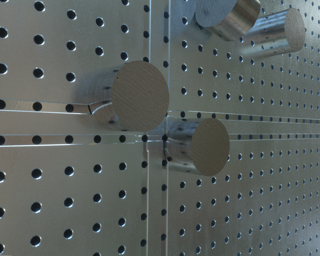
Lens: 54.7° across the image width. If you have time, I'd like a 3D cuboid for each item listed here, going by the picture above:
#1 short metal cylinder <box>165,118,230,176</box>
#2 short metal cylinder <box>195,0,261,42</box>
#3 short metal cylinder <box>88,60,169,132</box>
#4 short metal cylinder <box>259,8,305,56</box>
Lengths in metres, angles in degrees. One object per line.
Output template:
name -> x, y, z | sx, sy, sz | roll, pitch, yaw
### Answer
short metal cylinder -> 0.054, 0.026, 0.441 | 0.081, 0.050, 0.079 | 0, 90, -40
short metal cylinder -> 0.099, -0.176, 0.459 | 0.050, 0.080, 0.080 | 18, 78, -39
short metal cylinder -> -0.036, -0.035, 0.365 | 0.081, 0.050, 0.079 | 0, 90, -40
short metal cylinder -> 0.235, -0.182, 0.593 | 0.081, 0.050, 0.079 | 0, 90, -40
